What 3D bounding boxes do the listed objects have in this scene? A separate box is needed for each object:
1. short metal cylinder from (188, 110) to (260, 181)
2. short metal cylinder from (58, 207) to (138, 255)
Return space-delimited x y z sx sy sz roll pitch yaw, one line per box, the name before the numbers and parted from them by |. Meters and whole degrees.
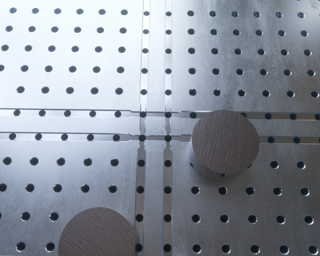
short metal cylinder | 0.078 0.023 0.391 0.081 0.050 0.080 0 70 -1
short metal cylinder | -0.067 0.133 0.349 0.081 0.050 0.080 0 70 0
